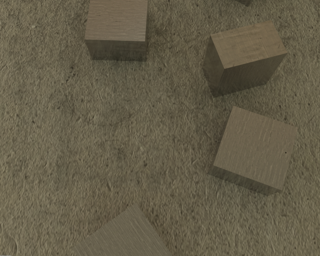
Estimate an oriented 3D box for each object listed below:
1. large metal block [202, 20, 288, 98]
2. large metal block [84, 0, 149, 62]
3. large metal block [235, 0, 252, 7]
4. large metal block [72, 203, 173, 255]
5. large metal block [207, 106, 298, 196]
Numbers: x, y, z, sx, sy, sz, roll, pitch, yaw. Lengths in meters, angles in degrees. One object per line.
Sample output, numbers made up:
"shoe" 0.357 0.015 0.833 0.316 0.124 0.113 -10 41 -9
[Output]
"large metal block" 0.107 -0.089 0.412 0.081 0.080 0.050 -15 71 -6
"large metal block" -0.058 -0.145 0.447 0.080 0.050 0.080 2 70 1
"large metal block" 0.130 -0.253 0.488 0.080 0.050 0.080 32 73 11
"large metal block" -0.035 0.142 0.343 0.080 0.050 0.080 -34 74 -12
"large metal block" 0.113 0.029 0.385 0.080 0.050 0.080 20 71 7
